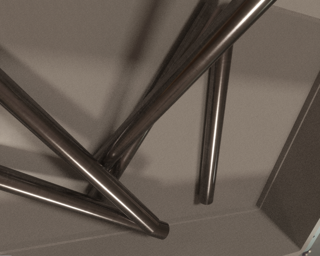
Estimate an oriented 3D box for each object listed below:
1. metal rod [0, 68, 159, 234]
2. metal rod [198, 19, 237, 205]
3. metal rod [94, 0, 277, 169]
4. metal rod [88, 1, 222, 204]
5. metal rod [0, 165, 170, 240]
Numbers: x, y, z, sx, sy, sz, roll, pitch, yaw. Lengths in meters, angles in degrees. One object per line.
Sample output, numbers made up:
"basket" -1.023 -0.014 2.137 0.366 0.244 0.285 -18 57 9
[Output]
"metal rod" -0.095 0.029 0.340 0.025 0.025 0.300 -40 119 -1
"metal rod" 0.079 -0.004 0.451 0.025 0.025 0.298 -14 124 -21
"metal rod" -0.002 -0.025 0.311 0.025 0.025 0.299 15 137 -35
"metal rod" -0.015 -0.017 0.391 0.025 0.025 0.299 23 106 -37
"metal rod" -0.109 0.089 0.378 0.301 0.025 0.025 29 103 -30
